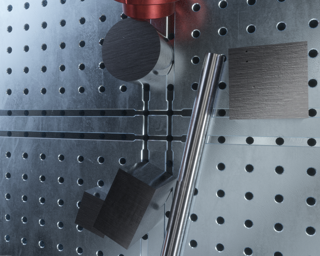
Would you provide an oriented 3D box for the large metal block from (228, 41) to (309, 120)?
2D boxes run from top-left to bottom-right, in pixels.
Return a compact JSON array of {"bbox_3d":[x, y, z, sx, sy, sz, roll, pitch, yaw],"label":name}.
[{"bbox_3d":[0.123,-0.050,0.356,0.080,0.050,0.080,-1,90,20],"label":"large metal block"}]

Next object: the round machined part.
[{"bbox_3d":[-0.014,-0.168,0.389,0.098,0.098,0.042,14,130,19],"label":"round machined part"}]

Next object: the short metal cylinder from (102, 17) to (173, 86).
[{"bbox_3d":[-0.029,-0.098,0.409,0.080,0.050,0.079,0,90,20],"label":"short metal cylinder"}]

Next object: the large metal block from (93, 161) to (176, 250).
[{"bbox_3d":[-0.028,0.093,0.393,0.050,0.080,0.080,27,99,18],"label":"large metal block"}]

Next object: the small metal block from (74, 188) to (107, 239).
[{"bbox_3d":[-0.088,0.121,0.444,0.050,0.025,0.050,20,97,18],"label":"small metal block"}]

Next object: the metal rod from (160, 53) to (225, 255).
[{"bbox_3d":[0.038,0.055,0.399,0.025,0.025,0.298,13,94,19],"label":"metal rod"}]
